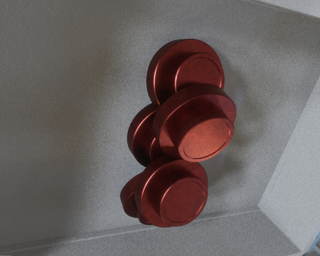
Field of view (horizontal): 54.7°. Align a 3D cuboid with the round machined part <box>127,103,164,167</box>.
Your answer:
[{"bbox_3d":[0.010,0.015,0.410,0.099,0.042,0.097,-14,123,-21],"label":"round machined part"}]

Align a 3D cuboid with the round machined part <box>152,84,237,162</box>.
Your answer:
[{"bbox_3d":[0.044,0.001,0.354,0.099,0.042,0.097,-15,137,-15],"label":"round machined part"}]

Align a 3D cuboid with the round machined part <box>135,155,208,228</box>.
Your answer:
[{"bbox_3d":[0.021,0.084,0.393,0.099,0.042,0.097,-10,112,-26],"label":"round machined part"}]

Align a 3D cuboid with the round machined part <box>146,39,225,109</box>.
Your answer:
[{"bbox_3d":[0.037,-0.056,0.367,0.099,0.042,0.097,-7,106,-27],"label":"round machined part"}]

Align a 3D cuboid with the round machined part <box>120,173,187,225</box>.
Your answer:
[{"bbox_3d":[-0.003,0.101,0.439,0.099,0.042,0.097,-15,139,-13],"label":"round machined part"}]
